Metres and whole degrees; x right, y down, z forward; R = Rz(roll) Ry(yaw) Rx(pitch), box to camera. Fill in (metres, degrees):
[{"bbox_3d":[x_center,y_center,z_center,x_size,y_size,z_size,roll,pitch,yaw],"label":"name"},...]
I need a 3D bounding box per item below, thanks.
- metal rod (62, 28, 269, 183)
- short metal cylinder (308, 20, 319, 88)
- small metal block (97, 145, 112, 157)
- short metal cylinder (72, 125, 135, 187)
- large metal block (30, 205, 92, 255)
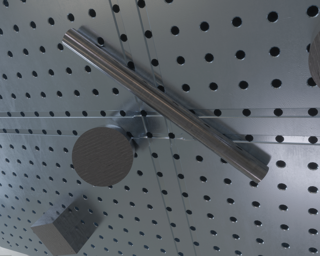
[{"bbox_3d":[0.004,-0.030,0.390,0.301,0.025,0.025,36,129,4],"label":"metal rod"},{"bbox_3d":[0.172,-0.068,0.263,0.080,0.050,0.079,13,124,21],"label":"short metal cylinder"},{"bbox_3d":[-0.083,0.047,0.484,0.050,0.025,0.050,46,129,-5],"label":"small metal block"},{"bbox_3d":[-0.076,0.036,0.433,0.081,0.050,0.079,0,94,-2],"label":"short metal cylinder"},{"bbox_3d":[-0.201,0.210,0.631,0.080,0.050,0.080,-21,107,36],"label":"large metal block"}]
